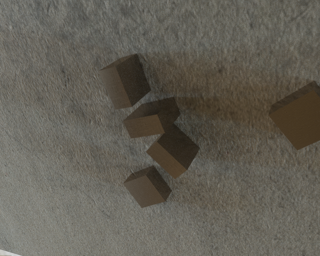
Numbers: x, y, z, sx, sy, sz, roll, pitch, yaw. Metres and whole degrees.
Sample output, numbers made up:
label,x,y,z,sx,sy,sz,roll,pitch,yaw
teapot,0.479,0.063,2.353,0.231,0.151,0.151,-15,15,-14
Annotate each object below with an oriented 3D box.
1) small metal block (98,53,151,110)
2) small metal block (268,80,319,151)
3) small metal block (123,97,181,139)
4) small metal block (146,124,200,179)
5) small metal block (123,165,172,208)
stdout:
label,x,y,z,sx,sy,sz,roll,pitch,yaw
small metal block,-0.041,-0.057,0.376,0.025,0.050,0.050,-8,115,31
small metal block,0.151,-0.012,0.320,0.050,0.025,0.050,49,128,-7
small metal block,-0.009,-0.013,0.386,0.050,0.050,0.025,-10,114,32
small metal block,0.018,0.028,0.398,0.050,0.050,0.025,44,129,-2
small metal block,-0.019,0.090,0.471,0.050,0.025,0.050,-26,105,36
